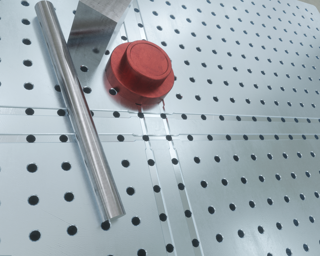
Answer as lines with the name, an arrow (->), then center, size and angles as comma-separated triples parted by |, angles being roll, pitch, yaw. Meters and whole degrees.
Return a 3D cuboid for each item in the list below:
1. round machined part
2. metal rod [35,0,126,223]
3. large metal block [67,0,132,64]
round machined part -> -0.023, -0.085, 0.438 | 0.099, 0.042, 0.098 | 14, 56, -21
metal rod -> -0.103, -0.035, 0.374 | 0.025, 0.025, 0.299 | -10, 67, -33
large metal block -> -0.079, -0.150, 0.422 | 0.050, 0.080, 0.080 | 28, 52, -11
